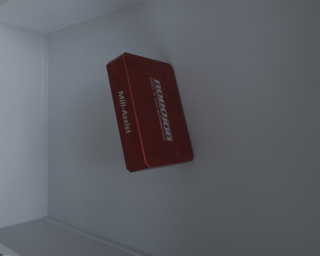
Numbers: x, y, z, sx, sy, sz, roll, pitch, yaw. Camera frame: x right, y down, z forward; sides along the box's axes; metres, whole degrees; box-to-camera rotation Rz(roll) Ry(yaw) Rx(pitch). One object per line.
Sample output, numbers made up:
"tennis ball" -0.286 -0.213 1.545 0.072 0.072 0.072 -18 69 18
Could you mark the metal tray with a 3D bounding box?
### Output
"metal tray" -0.010 -0.018 0.370 0.030 0.091 0.129 -20 78 37
